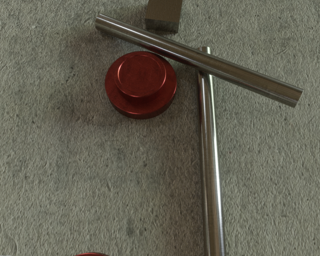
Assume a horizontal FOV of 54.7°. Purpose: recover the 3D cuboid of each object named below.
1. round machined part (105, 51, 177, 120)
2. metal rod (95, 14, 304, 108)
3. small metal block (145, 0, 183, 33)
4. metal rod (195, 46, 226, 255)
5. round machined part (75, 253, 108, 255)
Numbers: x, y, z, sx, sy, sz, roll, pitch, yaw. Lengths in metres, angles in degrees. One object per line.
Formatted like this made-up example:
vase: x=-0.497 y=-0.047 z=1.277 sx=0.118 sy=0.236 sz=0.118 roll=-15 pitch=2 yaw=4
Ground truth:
round machined part: x=-0.026 y=-0.064 z=0.422 sx=0.099 sy=0.042 sz=0.098 roll=0 pitch=70 yaw=0
metal rod: x=0.039 y=-0.097 z=0.420 sx=0.301 sy=0.025 sz=0.025 roll=26 pitch=72 yaw=18
small metal block: x=0.007 y=-0.176 z=0.473 sx=0.050 sy=0.025 sz=0.050 roll=8 pitch=70 yaw=3
metal rod: x=0.063 y=0.029 z=0.397 sx=0.025 sy=0.025 sz=0.299 roll=0 pitch=70 yaw=0
round machined part: x=-0.079 y=0.186 z=0.331 sx=0.099 sy=0.042 sz=0.098 roll=0 pitch=70 yaw=0
